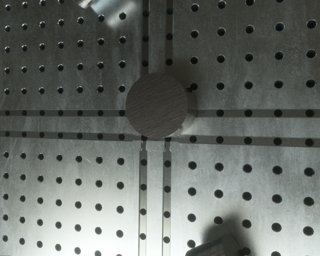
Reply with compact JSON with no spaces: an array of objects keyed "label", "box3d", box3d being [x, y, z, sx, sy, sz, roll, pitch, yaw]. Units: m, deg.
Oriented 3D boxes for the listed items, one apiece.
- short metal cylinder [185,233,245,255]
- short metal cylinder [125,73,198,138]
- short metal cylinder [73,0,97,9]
[{"label":"short metal cylinder","box3d":[0.072,0.171,0.358,0.050,0.080,0.080,-32,80,17]},{"label":"short metal cylinder","box3d":[0.003,-0.027,0.397,0.080,0.050,0.079,0,90,19]},{"label":"short metal cylinder","box3d":[-0.109,-0.212,0.421,0.050,0.080,0.080,-36,79,16]}]
